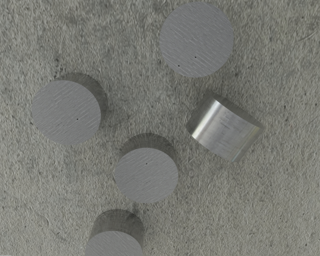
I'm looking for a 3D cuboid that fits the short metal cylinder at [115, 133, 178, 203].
[{"bbox_3d":[-0.017,0.053,0.416,0.081,0.050,0.079,0,110,0],"label":"short metal cylinder"}]

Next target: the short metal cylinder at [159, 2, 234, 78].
[{"bbox_3d":[0.040,-0.103,0.359,0.081,0.050,0.079,0,110,0],"label":"short metal cylinder"}]

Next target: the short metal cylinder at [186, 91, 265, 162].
[{"bbox_3d":[0.079,-0.003,0.380,0.080,0.080,0.050,29,107,-10],"label":"short metal cylinder"}]

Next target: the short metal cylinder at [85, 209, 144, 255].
[{"bbox_3d":[-0.065,0.168,0.458,0.081,0.050,0.079,0,110,0],"label":"short metal cylinder"}]

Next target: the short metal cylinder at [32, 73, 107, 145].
[{"bbox_3d":[-0.110,-0.025,0.386,0.081,0.050,0.079,0,110,0],"label":"short metal cylinder"}]
